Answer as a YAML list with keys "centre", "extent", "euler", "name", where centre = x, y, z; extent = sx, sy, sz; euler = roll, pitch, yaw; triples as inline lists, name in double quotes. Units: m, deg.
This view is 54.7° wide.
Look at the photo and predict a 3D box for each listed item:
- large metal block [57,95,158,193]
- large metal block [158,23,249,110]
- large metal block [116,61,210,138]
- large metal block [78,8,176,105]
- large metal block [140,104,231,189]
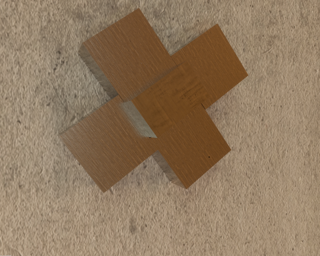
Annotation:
- centre: [-0.064, 0.017, 0.373]
  extent: [0.080, 0.050, 0.080]
  euler: [-38, 103, -16]
  name: "large metal block"
- centre: [0.057, -0.079, 0.418]
  extent: [0.080, 0.050, 0.080]
  euler: [-38, 103, -16]
  name: "large metal block"
- centre: [0.000, -0.033, 0.382]
  extent: [0.080, 0.080, 0.050]
  euler: [-38, 103, -16]
  name: "large metal block"
- centre: [-0.041, -0.085, 0.382]
  extent: [0.080, 0.050, 0.080]
  euler: [-38, 103, -16]
  name: "large metal block"
- centre: [0.032, 0.020, 0.409]
  extent: [0.080, 0.050, 0.080]
  euler: [-38, 103, -16]
  name: "large metal block"
